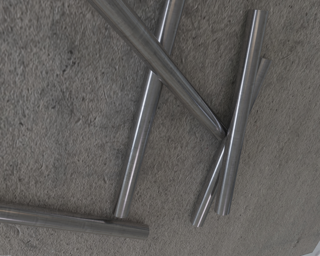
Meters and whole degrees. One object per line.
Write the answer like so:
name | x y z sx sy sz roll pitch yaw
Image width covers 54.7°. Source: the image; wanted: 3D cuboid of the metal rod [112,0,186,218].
metal rod | -0.021 -0.009 0.389 0.025 0.025 0.298 1 118 -29

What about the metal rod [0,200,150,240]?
metal rod | -0.137 0.119 0.405 0.302 0.025 0.025 23 106 -37

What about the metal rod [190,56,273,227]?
metal rod | 0.103 0.034 0.483 0.025 0.025 0.298 2 117 -30

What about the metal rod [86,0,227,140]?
metal rod | 0.014 -0.057 0.346 0.025 0.025 0.300 -46 139 4

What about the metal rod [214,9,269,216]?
metal rod | 0.110 -0.007 0.437 0.025 0.025 0.298 -6 114 -26
